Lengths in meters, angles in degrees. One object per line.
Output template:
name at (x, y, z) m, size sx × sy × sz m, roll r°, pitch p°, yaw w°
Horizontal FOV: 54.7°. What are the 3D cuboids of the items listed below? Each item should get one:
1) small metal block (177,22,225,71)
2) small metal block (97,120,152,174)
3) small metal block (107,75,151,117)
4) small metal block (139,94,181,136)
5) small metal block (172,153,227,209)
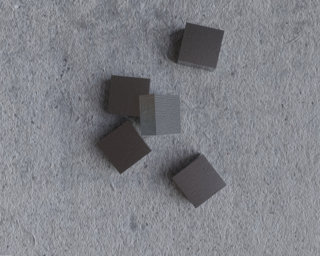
small metal block at (0.053, -0.106, 0.410) m, size 0.050 × 0.025 × 0.050 m, roll 12°, pitch 90°, yaw 0°
small metal block at (-0.046, 0.025, 0.409) m, size 0.050 × 0.025 × 0.050 m, roll -37°, pitch 90°, yaw 0°
small metal block at (-0.040, -0.041, 0.409) m, size 0.050 × 0.025 × 0.050 m, roll 6°, pitch 90°, yaw 0°
small metal block at (0.001, -0.017, 0.395) m, size 0.025 × 0.050 × 0.050 m, roll -3°, pitch 90°, yaw 40°
small metal block at (0.051, 0.069, 0.410) m, size 0.050 × 0.025 × 0.050 m, roll -37°, pitch 90°, yaw 0°
